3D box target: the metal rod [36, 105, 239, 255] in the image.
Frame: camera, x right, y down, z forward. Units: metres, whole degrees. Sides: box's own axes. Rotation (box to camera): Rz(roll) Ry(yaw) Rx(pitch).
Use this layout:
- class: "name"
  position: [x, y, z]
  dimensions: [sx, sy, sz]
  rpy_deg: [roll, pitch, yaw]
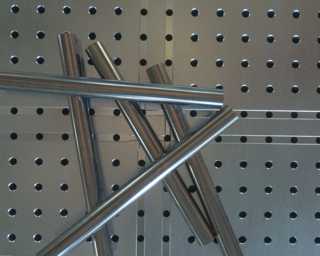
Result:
- class: "metal rod"
  position: [-0.028, 0.073, 0.388]
  dimensions: [0.300, 0.025, 0.025]
  rpy_deg: [-38, 90, -1]

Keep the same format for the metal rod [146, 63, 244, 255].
- class: "metal rod"
  position: [0.051, 0.056, 0.414]
  dimensions: [0.025, 0.025, 0.299]
  rpy_deg: [-23, 90, 0]

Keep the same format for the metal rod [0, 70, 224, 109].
- class: "metal rod"
  position: [-0.073, -0.049, 0.388]
  dimensions: [0.302, 0.025, 0.025]
  rpy_deg: [5, 90, -1]

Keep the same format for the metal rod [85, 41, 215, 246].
- class: "metal rod"
  position: [-0.013, 0.021, 0.413]
  dimensions: [0.025, 0.025, 0.299]
  rpy_deg: [-30, 90, 0]

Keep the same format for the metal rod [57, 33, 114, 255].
- class: "metal rod"
  position: [-0.099, 0.025, 0.411]
  dimensions: [0.025, 0.025, 0.298]
  rpy_deg: [-10, 90, 0]
